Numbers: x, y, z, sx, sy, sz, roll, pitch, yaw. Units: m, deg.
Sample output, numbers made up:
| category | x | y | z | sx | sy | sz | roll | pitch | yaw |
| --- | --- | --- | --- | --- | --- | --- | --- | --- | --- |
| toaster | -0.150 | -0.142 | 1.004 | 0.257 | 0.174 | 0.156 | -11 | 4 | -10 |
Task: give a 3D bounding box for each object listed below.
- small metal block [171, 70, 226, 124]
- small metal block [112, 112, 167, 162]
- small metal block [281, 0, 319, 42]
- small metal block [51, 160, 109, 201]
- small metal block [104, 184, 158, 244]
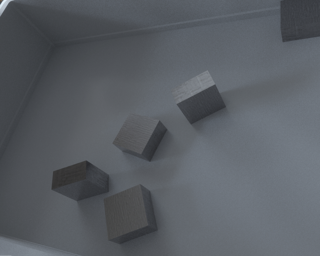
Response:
| category | x | y | z | sx | sy | sz | roll | pitch | yaw |
| --- | --- | --- | --- | --- | --- | --- | --- | --- | --- |
| small metal block | 0.049 | -0.037 | 0.386 | 0.050 | 0.050 | 0.025 | -27 | 53 | 11 |
| small metal block | -0.027 | 0.011 | 0.412 | 0.050 | 0.025 | 0.050 | 17 | 70 | 34 |
| small metal block | 0.183 | -0.141 | 0.396 | 0.050 | 0.025 | 0.050 | -3 | 60 | 26 |
| small metal block | -0.101 | 0.069 | 0.399 | 0.050 | 0.050 | 0.025 | -19 | 55 | 17 |
| small metal block | -0.035 | 0.101 | 0.361 | 0.050 | 0.025 | 0.050 | -24 | 53 | 13 |
